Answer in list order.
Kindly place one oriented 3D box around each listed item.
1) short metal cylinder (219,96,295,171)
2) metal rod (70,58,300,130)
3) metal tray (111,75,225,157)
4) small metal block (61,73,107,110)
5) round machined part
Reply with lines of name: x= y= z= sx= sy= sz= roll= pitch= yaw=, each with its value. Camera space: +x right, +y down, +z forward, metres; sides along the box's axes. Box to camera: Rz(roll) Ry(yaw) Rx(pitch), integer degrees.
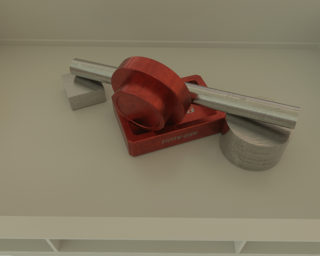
short metal cylinder: x=0.118 y=0.006 z=0.384 sx=0.081 sy=0.050 sz=0.080 roll=0 pitch=50 yaw=0
metal rod: x=0.015 y=-0.049 z=0.391 sx=0.301 sy=0.025 sz=0.025 roll=16 pitch=52 yaw=20
metal tray: x=0.010 y=-0.021 z=0.416 sx=0.131 sy=0.030 sz=0.090 roll=-15 pitch=52 yaw=-13
small metal block: x=-0.111 y=-0.058 z=0.450 sx=0.050 sy=0.025 sz=0.050 roll=-17 pitch=52 yaw=-15
round machined part: x=-0.016 y=-0.033 z=0.367 sx=0.098 sy=0.098 sz=0.042 roll=22 pitch=61 yaw=17
